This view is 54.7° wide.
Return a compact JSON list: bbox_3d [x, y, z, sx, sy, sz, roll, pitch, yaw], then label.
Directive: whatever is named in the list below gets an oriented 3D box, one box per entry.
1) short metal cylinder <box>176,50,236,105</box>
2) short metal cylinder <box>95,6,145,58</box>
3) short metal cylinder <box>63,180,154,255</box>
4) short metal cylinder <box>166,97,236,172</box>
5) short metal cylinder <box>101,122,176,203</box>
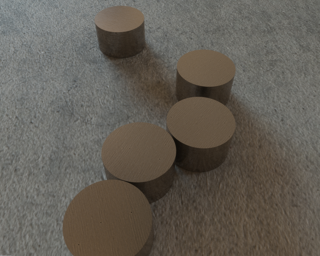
[{"bbox_3d":[0.063,-0.068,0.445,0.081,0.050,0.080,0,50,0],"label":"short metal cylinder"},{"bbox_3d":[-0.066,-0.163,0.523,0.081,0.050,0.080,0,50,0],"label":"short metal cylinder"},{"bbox_3d":[-0.047,0.097,0.300,0.081,0.050,0.080,0,55,1],"label":"short metal cylinder"},{"bbox_3d":[0.048,0.007,0.381,0.081,0.050,0.080,0,50,0],"label":"short metal cylinder"},{"bbox_3d":[-0.023,0.040,0.353,0.081,0.050,0.080,0,50,0],"label":"short metal cylinder"}]
